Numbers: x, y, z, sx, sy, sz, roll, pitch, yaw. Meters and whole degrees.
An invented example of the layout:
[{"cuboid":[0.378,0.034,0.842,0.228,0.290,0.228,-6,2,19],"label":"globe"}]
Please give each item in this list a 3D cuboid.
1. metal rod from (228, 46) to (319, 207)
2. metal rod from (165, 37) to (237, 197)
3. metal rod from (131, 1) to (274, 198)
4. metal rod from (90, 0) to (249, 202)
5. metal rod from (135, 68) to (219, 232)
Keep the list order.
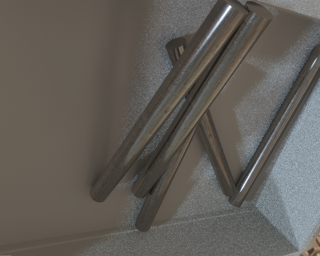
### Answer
[{"cuboid":[0.193,0.009,0.522,0.025,0.025,0.298,10,113,-33],"label":"metal rod"},{"cuboid":[0.070,0.006,0.452,0.025,0.025,0.299,-33,129,-7],"label":"metal rod"},{"cuboid":[0.025,-0.001,0.350,0.025,0.025,0.298,-1,142,-29],"label":"metal rod"},{"cuboid":[-0.013,-0.002,0.329,0.025,0.025,0.298,7,138,-32],"label":"metal rod"},{"cuboid":[0.022,0.033,0.421,0.025,0.025,0.298,4,123,-31],"label":"metal rod"}]
